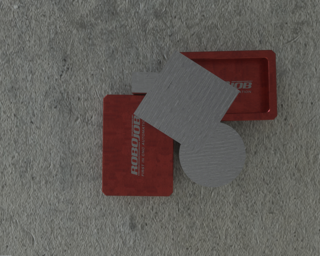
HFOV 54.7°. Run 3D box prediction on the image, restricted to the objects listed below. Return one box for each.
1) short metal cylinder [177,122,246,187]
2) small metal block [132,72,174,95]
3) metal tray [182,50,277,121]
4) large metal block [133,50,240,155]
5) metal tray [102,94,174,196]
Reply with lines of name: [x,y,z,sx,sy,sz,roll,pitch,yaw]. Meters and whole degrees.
short metal cylinder: [0.064,0.032,0.399,0.080,0.050,0.080,0,90,0]
small metal block: [-0.009,-0.055,0.399,0.050,0.050,0.025,1,90,0]
metal tray: [0.084,-0.054,0.409,0.131,0.030,0.089,-2,90,0]
large metal block: [0.028,-0.027,0.347,0.080,0.050,0.080,33,90,0]
metal tray: [-0.028,0.022,0.409,0.091,0.030,0.129,1,90,0]
